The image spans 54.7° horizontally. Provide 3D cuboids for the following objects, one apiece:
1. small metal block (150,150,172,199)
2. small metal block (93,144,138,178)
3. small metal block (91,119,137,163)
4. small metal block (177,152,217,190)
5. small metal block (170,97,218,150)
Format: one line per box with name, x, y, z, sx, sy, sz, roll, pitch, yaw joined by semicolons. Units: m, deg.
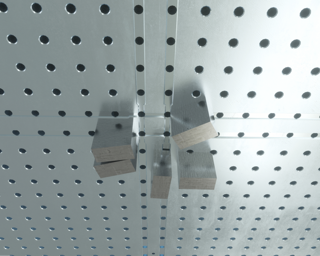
small metal block;0.001;0.068;0.453;0.025;0.050;0.050;4;130;-4
small metal block;-0.060;0.038;0.427;0.050;0.050;0.025;-12;129;9
small metal block;-0.059;0.016;0.408;0.050;0.050;0.025;-6;130;5
small metal block;0.052;0.061;0.448;0.050;0.050;0.025;2;130;-2
small metal block;0.042;-0.006;0.391;0.050;0.050;0.025;-22;127;17
